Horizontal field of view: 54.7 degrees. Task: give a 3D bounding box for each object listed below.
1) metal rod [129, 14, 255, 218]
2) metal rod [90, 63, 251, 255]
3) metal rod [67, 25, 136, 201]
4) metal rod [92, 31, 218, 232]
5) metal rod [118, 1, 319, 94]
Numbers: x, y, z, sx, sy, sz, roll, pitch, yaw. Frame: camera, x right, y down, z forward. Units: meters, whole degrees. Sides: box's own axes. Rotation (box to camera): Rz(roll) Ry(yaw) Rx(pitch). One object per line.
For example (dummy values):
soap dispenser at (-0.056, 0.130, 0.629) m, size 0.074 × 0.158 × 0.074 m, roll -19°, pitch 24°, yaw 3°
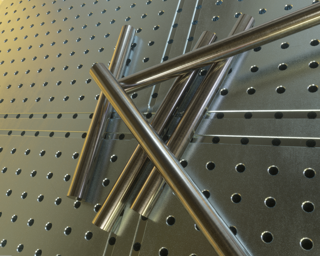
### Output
metal rod at (0.049, -0.026, 0.397) m, size 0.025 × 0.025 × 0.300 m, roll 20°, pitch 72°, yaw 35°
metal rod at (-0.004, 0.025, 0.358) m, size 0.025 × 0.025 × 0.300 m, roll -39°, pitch 62°, yaw 2°
metal rod at (-0.082, -0.039, 0.473) m, size 0.025 × 0.025 × 0.299 m, roll -2°, pitch 60°, yaw 27°
metal rod at (0.001, -0.007, 0.410) m, size 0.025 × 0.025 × 0.300 m, roll 19°, pitch 71°, yaw 35°
metal rod at (0.067, -0.095, 0.397) m, size 0.301 × 0.025 × 0.025 m, roll -18°, pitch 55°, yaw 17°
